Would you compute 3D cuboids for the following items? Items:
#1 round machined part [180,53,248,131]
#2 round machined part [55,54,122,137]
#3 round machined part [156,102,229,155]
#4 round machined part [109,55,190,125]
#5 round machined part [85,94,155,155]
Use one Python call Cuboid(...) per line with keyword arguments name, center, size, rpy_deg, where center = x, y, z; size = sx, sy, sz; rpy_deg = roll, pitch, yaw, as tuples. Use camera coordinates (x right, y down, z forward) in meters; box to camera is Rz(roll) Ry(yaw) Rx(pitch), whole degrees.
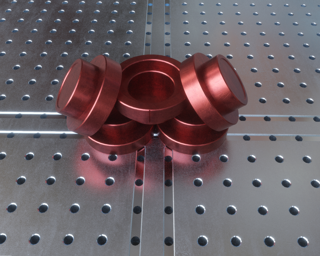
Cuboid(name="round machined part", center=(0.070, -0.049, 0.372), size=(0.042, 0.098, 0.098), rpy_deg=(-29, 42, 30))
Cuboid(name="round machined part", center=(-0.089, -0.042, 0.365), size=(0.042, 0.098, 0.098), rpy_deg=(23, 42, -32))
Cuboid(name="round machined part", center=(0.043, -0.016, 0.410), size=(0.099, 0.042, 0.098), rpy_deg=(0, 50, 0))
Cuboid(name="round machined part", center=(-0.010, -0.043, 0.376), size=(0.099, 0.042, 0.098), rpy_deg=(0, 50, 0))
Cuboid(name="round machined part", center=(-0.055, -0.016, 0.409), size=(0.099, 0.042, 0.098), rpy_deg=(0, 50, 0))
